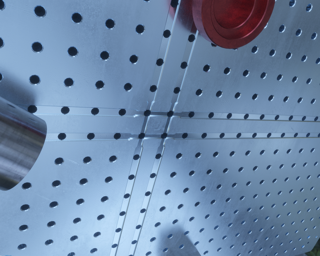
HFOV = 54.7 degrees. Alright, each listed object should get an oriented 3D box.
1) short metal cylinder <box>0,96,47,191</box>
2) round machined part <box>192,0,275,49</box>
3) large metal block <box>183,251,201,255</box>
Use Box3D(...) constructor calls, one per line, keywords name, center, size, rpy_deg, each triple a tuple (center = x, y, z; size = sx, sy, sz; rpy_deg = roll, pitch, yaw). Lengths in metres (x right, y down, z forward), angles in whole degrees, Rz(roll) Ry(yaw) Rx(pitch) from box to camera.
Box3D(name="short metal cylinder", center=(-0.156, 0.014, 0.299), size=(0.080, 0.080, 0.050), rpy_deg=(-48, 129, 6))
Box3D(name="round machined part", center=(0.079, -0.144, 0.354), size=(0.099, 0.042, 0.097), rpy_deg=(-14, 124, -21))
Box3D(name="large metal block", center=(0.066, 0.304, 0.600), size=(0.050, 0.080, 0.079), rpy_deg=(-7, 122, -25))
